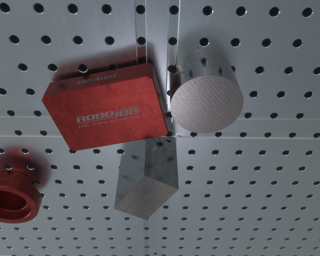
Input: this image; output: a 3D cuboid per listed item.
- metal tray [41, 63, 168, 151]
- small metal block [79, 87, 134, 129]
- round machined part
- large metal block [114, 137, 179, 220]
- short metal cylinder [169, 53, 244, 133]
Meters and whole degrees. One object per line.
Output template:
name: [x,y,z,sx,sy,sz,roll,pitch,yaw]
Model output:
metal tray: [-0.062,-0.022,0.379,0.131,0.030,0.090,-10,130,8]
small metal block: [-0.064,-0.029,0.386,0.050,0.025,0.050,-19,128,15]
round machined part: [-0.236,0.105,0.487,0.099,0.042,0.097,0,130,0]
large metal block: [-0.019,0.067,0.432,0.050,0.080,0.080,26,126,-20]
short metal cylinder: [0.052,-0.040,0.362,0.081,0.050,0.079,0,130,0]
